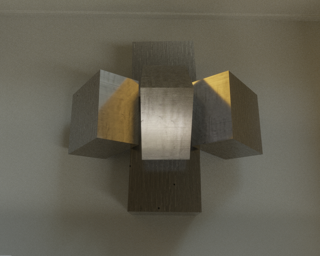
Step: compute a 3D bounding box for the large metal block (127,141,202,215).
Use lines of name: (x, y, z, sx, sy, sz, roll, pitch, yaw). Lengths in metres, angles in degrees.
large metal block: (0.006, 0.062, 0.372, 0.080, 0.050, 0.080, 1, 70, 0)

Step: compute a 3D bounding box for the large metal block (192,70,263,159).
large metal block: (0.081, -0.011, 0.376, 0.050, 0.080, 0.080, -14, 66, 36)

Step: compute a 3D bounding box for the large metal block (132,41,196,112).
large metal block: (0.005, -0.068, 0.417, 0.081, 0.050, 0.080, -1, 70, -1)

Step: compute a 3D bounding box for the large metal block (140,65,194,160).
large metal block: (0.006, -0.020, 0.344, 0.050, 0.079, 0.080, 0, 26, -1)

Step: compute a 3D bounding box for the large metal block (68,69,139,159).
large metal block: (-0.069, -0.012, 0.375, 0.050, 0.080, 0.080, 13, 66, -35)
